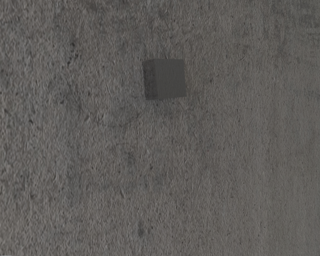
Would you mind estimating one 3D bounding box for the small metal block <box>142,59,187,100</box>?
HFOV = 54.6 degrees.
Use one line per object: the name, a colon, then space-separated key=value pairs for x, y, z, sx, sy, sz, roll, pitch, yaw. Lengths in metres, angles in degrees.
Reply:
small metal block: x=0.006 y=-0.064 z=0.409 sx=0.050 sy=0.025 sz=0.050 roll=-9 pitch=96 yaw=-40
